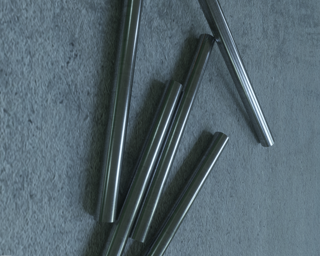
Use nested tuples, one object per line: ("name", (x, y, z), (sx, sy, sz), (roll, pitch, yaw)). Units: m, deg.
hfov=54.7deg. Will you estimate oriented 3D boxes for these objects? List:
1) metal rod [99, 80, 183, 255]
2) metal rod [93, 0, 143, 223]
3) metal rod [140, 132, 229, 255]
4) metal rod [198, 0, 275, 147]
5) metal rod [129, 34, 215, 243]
("metal rod", (-0.031, 0.076, 0.378), (0.025, 0.025, 0.299), (32, 70, -36))
("metal rod", (-0.046, -0.043, 0.365), (0.025, 0.025, 0.298), (11, 83, -40))
("metal rod", (0.018, 0.124, 0.419), (0.025, 0.025, 0.301), (51, 60, -28))
("metal rod", (0.128, -0.080, 0.492), (0.025, 0.025, 0.299), (-52, 126, -27))
("metal rod", (0.020, 0.002, 0.421), (0.025, 0.025, 0.299), (32, 70, -36))
